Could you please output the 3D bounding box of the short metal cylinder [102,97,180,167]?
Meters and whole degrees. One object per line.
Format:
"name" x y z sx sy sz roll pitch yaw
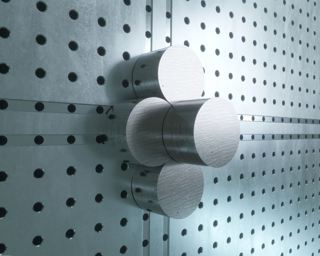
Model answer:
"short metal cylinder" -0.021 0.004 0.374 0.081 0.050 0.079 0 90 -40

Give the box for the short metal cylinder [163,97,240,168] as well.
"short metal cylinder" 0.050 0.005 0.368 0.081 0.050 0.079 0 90 -40

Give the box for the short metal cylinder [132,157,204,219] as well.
"short metal cylinder" 0.011 0.073 0.401 0.081 0.050 0.080 2 87 -40

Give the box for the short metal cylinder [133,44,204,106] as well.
"short metal cylinder" 0.012 -0.063 0.402 0.081 0.050 0.079 0 90 -41

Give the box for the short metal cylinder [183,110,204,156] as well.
"short metal cylinder" 0.045 0.005 0.429 0.081 0.050 0.079 0 90 -40
